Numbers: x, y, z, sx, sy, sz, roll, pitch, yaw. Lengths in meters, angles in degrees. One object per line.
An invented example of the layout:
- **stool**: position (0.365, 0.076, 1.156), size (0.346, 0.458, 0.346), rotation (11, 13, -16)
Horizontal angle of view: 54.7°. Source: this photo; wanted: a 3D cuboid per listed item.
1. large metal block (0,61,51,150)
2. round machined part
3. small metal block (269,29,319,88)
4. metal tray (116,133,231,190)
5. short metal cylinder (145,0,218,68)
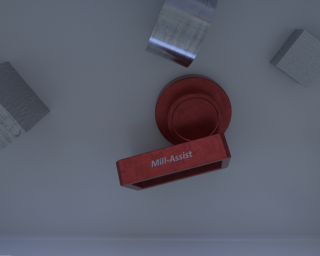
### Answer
- **large metal block**: position (-0.190, -0.027, 0.370), size (0.050, 0.080, 0.080), rotation (-33, 107, 11)
- **round machined part**: position (0.043, -0.017, 0.397), size (0.099, 0.042, 0.097), rotation (0, 110, -1)
- **small metal block**: position (0.175, -0.086, 0.382), size (0.050, 0.025, 0.050), rotation (32, 107, -12)
- **metal tray**: position (0.020, 0.047, 0.394), size (0.131, 0.090, 0.030), rotation (-16, 73, 5)
- **short metal cylinder**: position (0.022, -0.113, 0.341), size (0.050, 0.080, 0.079), rotation (21, 109, -8)
